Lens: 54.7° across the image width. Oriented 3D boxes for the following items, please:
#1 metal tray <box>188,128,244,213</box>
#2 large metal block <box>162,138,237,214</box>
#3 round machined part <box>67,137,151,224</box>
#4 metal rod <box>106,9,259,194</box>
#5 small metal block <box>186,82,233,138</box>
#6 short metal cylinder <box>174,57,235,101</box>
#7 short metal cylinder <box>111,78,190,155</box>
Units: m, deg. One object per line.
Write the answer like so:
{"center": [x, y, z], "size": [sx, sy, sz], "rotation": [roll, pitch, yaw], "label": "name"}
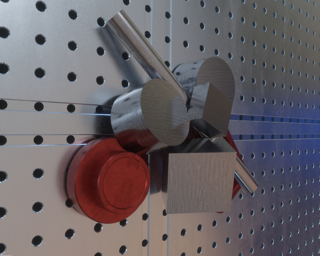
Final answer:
{"center": [0.080, 0.052, 0.468], "size": [0.090, 0.030, 0.130], "rotation": [-44, 117, -31], "label": "metal tray"}
{"center": [0.046, 0.059, 0.393], "size": [0.081, 0.050, 0.079], "rotation": [-1, 107, -7], "label": "large metal block"}
{"center": [-0.050, 0.059, 0.351], "size": [0.099, 0.042, 0.097], "rotation": [0, 90, -40], "label": "round machined part"}
{"center": [0.040, -0.022, 0.406], "size": [0.300, 0.025, 0.025], "rotation": [49, 60, -18], "label": "metal rod"}
{"center": [0.063, -0.021, 0.389], "size": [0.050, 0.025, 0.050], "rotation": [33, 62, -35], "label": "small metal block"}
{"center": [0.062, -0.057, 0.441], "size": [0.081, 0.050, 0.079], "rotation": [0, 90, -40], "label": "short metal cylinder"}
{"center": [-0.010, -0.012, 0.365], "size": [0.080, 0.050, 0.080], "rotation": [22, 58, -41], "label": "short metal cylinder"}
